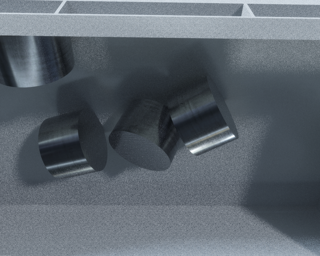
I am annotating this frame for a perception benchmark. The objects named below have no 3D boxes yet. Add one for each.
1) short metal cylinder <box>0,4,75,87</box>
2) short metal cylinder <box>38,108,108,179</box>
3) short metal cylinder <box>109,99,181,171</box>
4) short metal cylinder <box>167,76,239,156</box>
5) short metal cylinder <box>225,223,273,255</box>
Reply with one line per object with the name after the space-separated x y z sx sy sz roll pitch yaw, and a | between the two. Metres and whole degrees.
-0.128 -0.082 0.302 0.081 0.080 0.050 1 130 -1 | short metal cylinder
-0.106 0.020 0.389 0.050 0.080 0.080 -13 129 11 | short metal cylinder
-0.015 0.010 0.380 0.080 0.050 0.080 19 148 13 | short metal cylinder
0.051 -0.014 0.361 0.050 0.080 0.080 -26 126 19 | short metal cylinder
0.168 0.225 0.589 0.081 0.050 0.079 0 130 0 | short metal cylinder
